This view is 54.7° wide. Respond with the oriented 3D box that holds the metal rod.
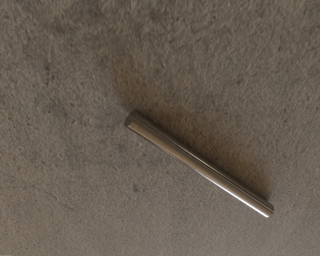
[{"bbox_3d":[0.073,0.064,0.463,0.301,0.025,0.025,34,122,-26],"label":"metal rod"}]
